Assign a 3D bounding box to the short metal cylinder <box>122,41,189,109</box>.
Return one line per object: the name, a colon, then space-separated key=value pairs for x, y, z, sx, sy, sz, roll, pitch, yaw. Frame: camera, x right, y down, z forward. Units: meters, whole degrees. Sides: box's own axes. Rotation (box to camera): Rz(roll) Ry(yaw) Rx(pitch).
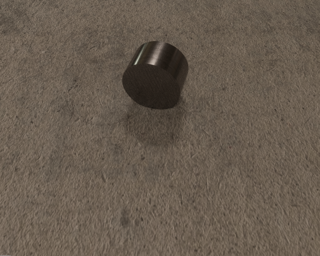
short metal cylinder: x=-0.005 y=-0.072 z=0.428 sx=0.080 sy=0.080 sz=0.050 roll=12 pitch=51 yaw=10
